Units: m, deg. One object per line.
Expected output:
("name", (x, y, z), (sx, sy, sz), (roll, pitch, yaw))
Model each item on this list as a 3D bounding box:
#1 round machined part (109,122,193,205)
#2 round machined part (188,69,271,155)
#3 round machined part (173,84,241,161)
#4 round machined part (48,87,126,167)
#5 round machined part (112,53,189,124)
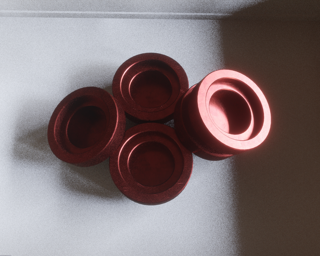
("round machined part", (-0.010, 0.045, 0.381), (0.099, 0.042, 0.098), (0, 70, 0))
("round machined part", (0.077, -0.016, 0.364), (0.099, 0.042, 0.098), (8, 68, -21))
("round machined part", (0.061, -0.006, 0.390), (0.099, 0.042, 0.098), (8, 68, -21))
("round machined part", (-0.086, 0.001, 0.387), (0.098, 0.042, 0.098), (-7, 68, 19))
("round machined part", (-0.012, -0.048, 0.416), (0.099, 0.042, 0.098), (0, 70, 0))
